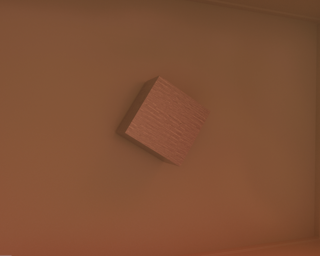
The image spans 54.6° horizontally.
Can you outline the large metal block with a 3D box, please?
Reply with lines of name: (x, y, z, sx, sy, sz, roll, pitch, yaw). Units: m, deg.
large metal block: (0.003, -0.008, 0.395, 0.080, 0.050, 0.080, 33, 79, -17)
